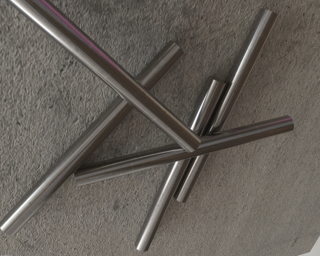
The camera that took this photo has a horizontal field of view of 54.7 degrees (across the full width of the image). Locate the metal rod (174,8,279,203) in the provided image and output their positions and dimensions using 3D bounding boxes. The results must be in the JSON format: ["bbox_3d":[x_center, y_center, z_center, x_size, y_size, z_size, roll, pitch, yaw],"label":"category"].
[{"bbox_3d":[0.086,-0.018,0.444,0.025,0.025,0.298,9,114,-33],"label":"metal rod"}]

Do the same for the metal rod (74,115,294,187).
[{"bbox_3d":[0.039,0.028,0.416,0.302,0.025,0.025,-13,125,-10],"label":"metal rod"}]

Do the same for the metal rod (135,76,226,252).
[{"bbox_3d":[0.023,0.065,0.461,0.025,0.025,0.298,9,114,-33],"label":"metal rod"}]

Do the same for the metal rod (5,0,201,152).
[{"bbox_3d":[-0.056,-0.061,0.314,0.025,0.025,0.301,-47,122,4],"label":"metal rod"}]

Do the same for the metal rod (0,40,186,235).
[{"bbox_3d":[-0.083,0.014,0.371,0.300,0.025,0.025,-46,130,4],"label":"metal rod"}]
